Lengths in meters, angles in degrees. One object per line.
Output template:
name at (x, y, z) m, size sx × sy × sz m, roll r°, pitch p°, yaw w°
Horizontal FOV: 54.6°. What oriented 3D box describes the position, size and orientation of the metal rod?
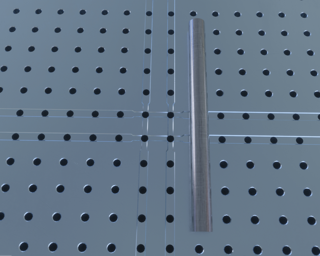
metal rod at (0.053, -0.018, 0.418) m, size 0.025 × 0.025 × 0.299 m, roll 1°, pitch 70°, yaw 0°
